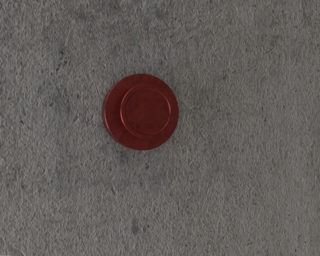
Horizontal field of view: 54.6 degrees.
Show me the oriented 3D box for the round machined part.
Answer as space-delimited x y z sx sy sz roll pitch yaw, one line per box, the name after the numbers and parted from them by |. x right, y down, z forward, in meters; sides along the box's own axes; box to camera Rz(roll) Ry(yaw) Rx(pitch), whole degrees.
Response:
-0.021 -0.020 0.392 0.099 0.042 0.097 0 90 -20 | round machined part
